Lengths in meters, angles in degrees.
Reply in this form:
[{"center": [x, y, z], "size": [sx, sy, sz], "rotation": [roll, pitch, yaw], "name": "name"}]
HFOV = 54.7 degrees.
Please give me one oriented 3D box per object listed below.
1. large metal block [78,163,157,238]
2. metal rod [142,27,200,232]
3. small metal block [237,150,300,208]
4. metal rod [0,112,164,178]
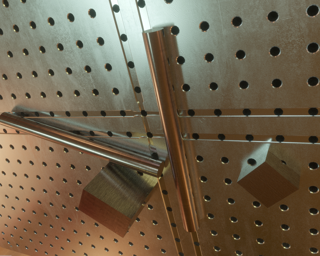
[{"center": [-0.064, 0.104, 0.474], "size": [0.080, 0.080, 0.050], "rotation": [30, 128, 9], "name": "large metal block"}, {"center": [0.021, 0.021, 0.413], "size": [0.025, 0.025, 0.298], "rotation": [2, 120, 27], "name": "metal rod"}, {"center": [0.133, 0.063, 0.380], "size": [0.050, 0.025, 0.050], "rotation": [40, 129, 1], "name": "small metal block"}, {"center": [-0.136, 0.022, 0.496], "size": [0.301, 0.025, 0.025], "rotation": [16, 125, 19], "name": "metal rod"}]
